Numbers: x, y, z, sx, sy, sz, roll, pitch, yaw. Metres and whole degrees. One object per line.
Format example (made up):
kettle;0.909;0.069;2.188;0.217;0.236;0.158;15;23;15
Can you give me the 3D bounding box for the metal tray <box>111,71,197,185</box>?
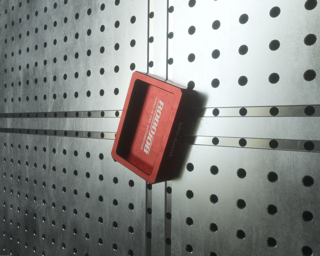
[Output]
metal tray;-0.013;-0.002;0.417;0.090;0.030;0.129;27;107;36
